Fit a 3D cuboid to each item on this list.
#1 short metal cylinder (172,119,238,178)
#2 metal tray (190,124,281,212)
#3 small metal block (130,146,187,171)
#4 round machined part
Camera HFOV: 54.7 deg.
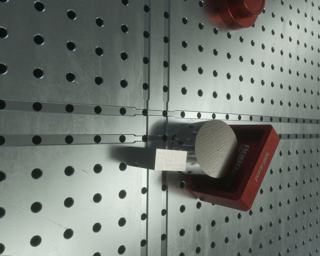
[{"bbox_3d":[0.065,0.030,0.443,0.081,0.050,0.080,4,83,-33],"label":"short metal cylinder"},{"bbox_3d":[0.113,0.053,0.464,0.030,0.090,0.130,48,61,-30],"label":"metal tray"},{"bbox_3d":[-0.002,0.039,0.393,0.050,0.050,0.025,8,85,-40],"label":"small metal block"},{"bbox_3d":[0.139,-0.218,0.517,0.099,0.042,0.097,0,90,-40],"label":"round machined part"}]
